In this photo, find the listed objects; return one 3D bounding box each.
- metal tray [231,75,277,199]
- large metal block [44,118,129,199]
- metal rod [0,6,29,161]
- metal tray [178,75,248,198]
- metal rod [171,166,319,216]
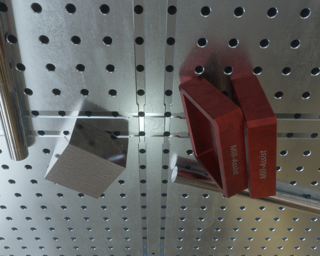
[{"bbox_3d":[0.115,0.013,0.381,0.030,0.090,0.129,-10,130,8],"label":"metal tray"},{"bbox_3d":[-0.101,0.045,0.432,0.080,0.050,0.080,28,125,-22],"label":"large metal block"},{"bbox_3d":[-0.180,-0.075,0.345,0.025,0.025,0.298,6,130,-5],"label":"metal rod"},{"bbox_3d":[0.066,0.012,0.377,0.030,0.090,0.129,-25,130,-9],"label":"metal tray"},{"bbox_3d":[0.164,0.108,0.506,0.302,0.025,0.025,15,128,-13],"label":"metal rod"}]
